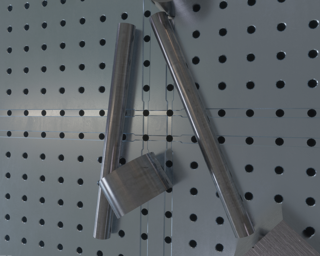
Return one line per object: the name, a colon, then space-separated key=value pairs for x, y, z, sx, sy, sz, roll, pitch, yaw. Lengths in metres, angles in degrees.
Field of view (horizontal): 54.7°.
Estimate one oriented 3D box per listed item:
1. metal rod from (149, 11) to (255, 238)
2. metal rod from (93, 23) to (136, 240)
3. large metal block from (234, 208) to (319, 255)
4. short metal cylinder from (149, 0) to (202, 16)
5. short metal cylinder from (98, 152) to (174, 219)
metal rod: x=0.050 y=-0.010 z=0.394 sx=0.025 sy=0.025 sz=0.299 roll=-23 pitch=82 yaw=18
metal rod: x=-0.064 y=0.006 z=0.435 sx=0.025 sy=0.025 sz=0.298 roll=8 pitch=93 yaw=20
large metal block: x=0.141 y=0.153 z=0.350 sx=0.080 sy=0.050 sz=0.080 roll=44 pitch=104 yaw=14
short metal cylinder: x=0.016 y=-0.191 z=0.394 sx=0.080 sy=0.050 sz=0.079 roll=0 pitch=90 yaw=20
short metal cylinder: x=-0.030 y=0.072 z=0.394 sx=0.080 sy=0.080 sz=0.050 roll=-34 pitch=79 yaw=17
